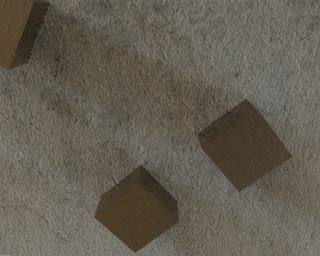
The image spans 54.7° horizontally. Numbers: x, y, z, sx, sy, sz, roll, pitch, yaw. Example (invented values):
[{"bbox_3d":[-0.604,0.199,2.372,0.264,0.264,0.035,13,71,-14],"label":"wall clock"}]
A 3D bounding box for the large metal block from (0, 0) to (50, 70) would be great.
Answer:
[{"bbox_3d":[-0.185,-0.124,0.349,0.080,0.050,0.080,26,108,-10],"label":"large metal block"}]

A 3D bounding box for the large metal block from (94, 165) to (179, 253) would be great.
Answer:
[{"bbox_3d":[-0.031,0.114,0.438,0.080,0.050,0.080,-39,106,13],"label":"large metal block"}]

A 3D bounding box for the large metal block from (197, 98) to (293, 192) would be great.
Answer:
[{"bbox_3d":[0.108,0.022,0.405,0.080,0.050,0.080,-37,106,12],"label":"large metal block"}]
